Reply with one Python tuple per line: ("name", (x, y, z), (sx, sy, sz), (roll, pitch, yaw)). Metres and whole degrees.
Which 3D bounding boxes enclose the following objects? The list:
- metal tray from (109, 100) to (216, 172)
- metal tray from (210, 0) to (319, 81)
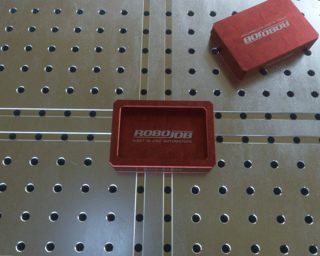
("metal tray", (0.004, 0.010, 0.405), (0.131, 0.030, 0.090), (1, 70, 0))
("metal tray", (0.153, -0.136, 0.461), (0.131, 0.030, 0.090), (-25, 72, -10))
